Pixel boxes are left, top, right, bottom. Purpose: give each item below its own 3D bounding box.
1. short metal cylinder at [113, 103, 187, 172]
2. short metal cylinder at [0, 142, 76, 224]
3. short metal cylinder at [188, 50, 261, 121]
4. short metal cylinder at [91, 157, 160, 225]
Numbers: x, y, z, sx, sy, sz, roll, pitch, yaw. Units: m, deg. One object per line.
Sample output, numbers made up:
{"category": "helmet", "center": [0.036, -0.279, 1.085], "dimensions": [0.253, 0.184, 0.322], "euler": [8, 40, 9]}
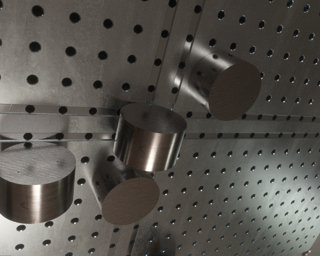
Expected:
{"category": "short metal cylinder", "center": [-0.013, 0.009, 0.376], "dimensions": [0.081, 0.080, 0.050], "euler": [0, 119, -29]}
{"category": "short metal cylinder", "center": [-0.135, 0.057, 0.338], "dimensions": [0.081, 0.080, 0.050], "euler": [-3, 120, -27]}
{"category": "short metal cylinder", "center": [0.085, -0.056, 0.409], "dimensions": [0.081, 0.050, 0.079], "euler": [-14, 125, -21]}
{"category": "short metal cylinder", "center": [-0.047, 0.085, 0.423], "dimensions": [0.081, 0.050, 0.079], "euler": [-14, 125, -21]}
